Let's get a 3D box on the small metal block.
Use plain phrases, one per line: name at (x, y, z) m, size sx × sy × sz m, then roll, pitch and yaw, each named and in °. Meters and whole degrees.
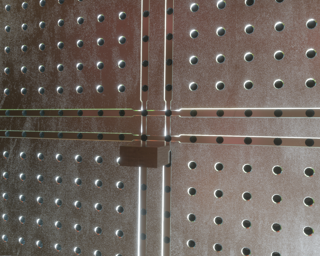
small metal block at (-0.018, 0.035, 0.405) m, size 0.050 × 0.050 × 0.025 m, roll 1°, pitch 91°, yaw 19°
